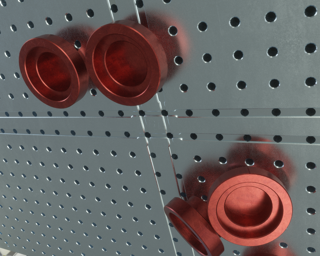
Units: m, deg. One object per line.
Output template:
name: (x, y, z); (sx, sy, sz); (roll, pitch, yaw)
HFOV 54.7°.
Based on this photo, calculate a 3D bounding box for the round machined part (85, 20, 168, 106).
round machined part: (-0.036, -0.079, 0.369); (0.098, 0.042, 0.097); (13, 124, 20)

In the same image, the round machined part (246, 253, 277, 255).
round machined part: (0.163, 0.238, 0.461); (0.098, 0.042, 0.097); (13, 124, 20)

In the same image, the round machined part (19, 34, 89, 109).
round machined part: (-0.138, -0.079, 0.422); (0.098, 0.042, 0.097); (13, 124, 20)

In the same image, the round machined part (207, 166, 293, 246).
round machined part: (0.108, 0.093, 0.386); (0.099, 0.042, 0.097); (2, 106, 7)

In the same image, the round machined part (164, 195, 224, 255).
round machined part: (0.054, 0.134, 0.435); (0.098, 0.042, 0.098); (44, 159, 22)
